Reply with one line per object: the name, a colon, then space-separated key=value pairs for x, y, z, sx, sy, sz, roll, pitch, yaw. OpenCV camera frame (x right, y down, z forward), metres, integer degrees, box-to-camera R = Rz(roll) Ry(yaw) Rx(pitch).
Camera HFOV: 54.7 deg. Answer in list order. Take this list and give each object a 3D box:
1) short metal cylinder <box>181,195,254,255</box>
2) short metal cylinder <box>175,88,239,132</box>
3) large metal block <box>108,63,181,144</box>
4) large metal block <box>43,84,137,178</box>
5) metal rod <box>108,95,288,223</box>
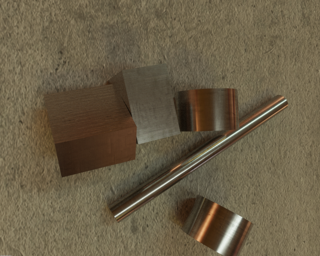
short metal cylinder: x=0.075 y=0.130 z=0.408 sx=0.080 sy=0.080 sz=0.050 roll=32 pitch=80 yaw=-18
short metal cylinder: x=0.061 y=-0.022 z=0.402 sx=0.081 sy=0.080 sz=0.050 roll=-3 pitch=91 yaw=-20
large metal block: x=-0.022 y=-0.027 z=0.372 sx=0.050 sy=0.080 sz=0.080 roll=-14 pitch=95 yaw=-20
large metal block: x=-0.078 y=-0.001 z=0.344 sx=0.081 sy=0.080 sz=0.050 roll=-12 pitch=135 yaw=-20
metal rod: x=0.064 y=0.034 z=0.433 sx=0.302 sy=0.025 sz=0.025 roll=-31 pitch=101 yaw=-18
